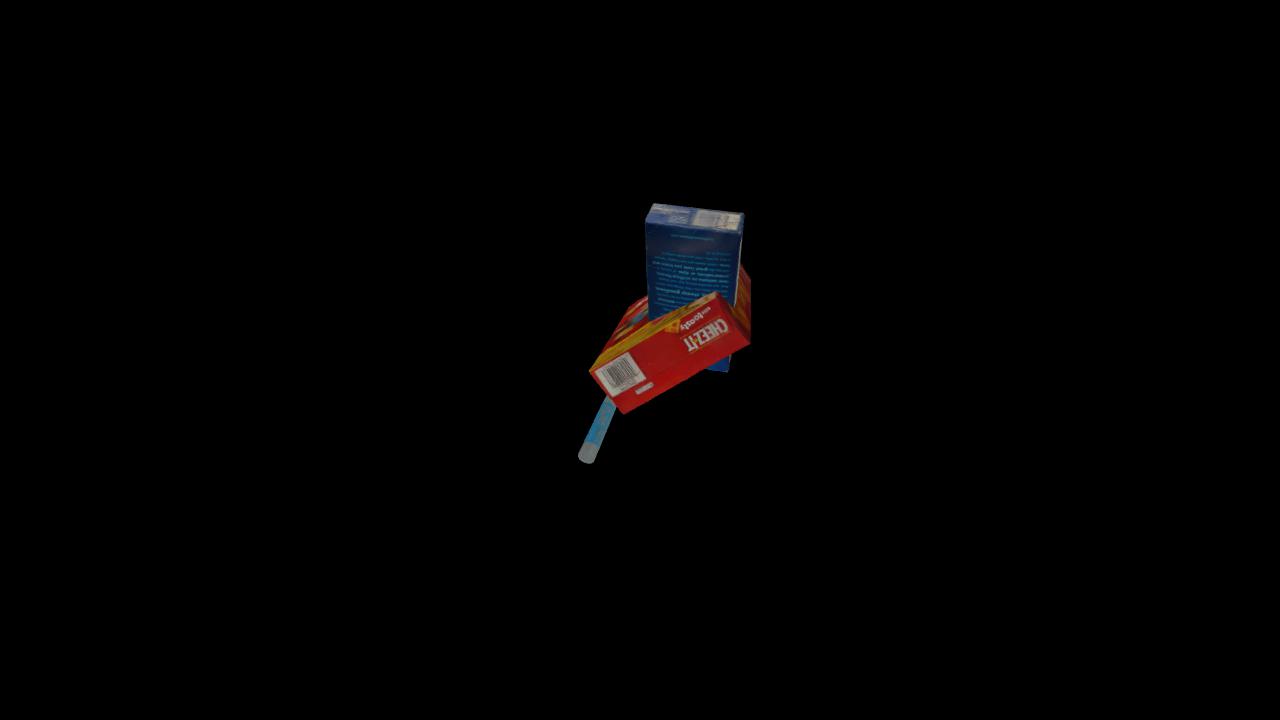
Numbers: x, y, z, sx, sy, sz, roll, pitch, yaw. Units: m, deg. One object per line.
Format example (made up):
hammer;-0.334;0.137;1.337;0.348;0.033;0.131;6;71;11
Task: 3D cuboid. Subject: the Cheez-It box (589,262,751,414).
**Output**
Cheez-It box;0.046;-0.045;0.729;0.166;0.071;0.223;-31;15;21

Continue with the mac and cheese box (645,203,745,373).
mac and cheese box;0.055;-0.069;0.640;0.093;0.184;0.041;8;46;10

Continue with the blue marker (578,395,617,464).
blue marker;-0.042;0.067;0.700;0.020;0.020;0.121;0;39;20
